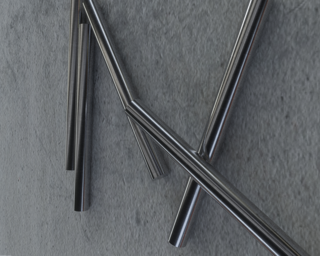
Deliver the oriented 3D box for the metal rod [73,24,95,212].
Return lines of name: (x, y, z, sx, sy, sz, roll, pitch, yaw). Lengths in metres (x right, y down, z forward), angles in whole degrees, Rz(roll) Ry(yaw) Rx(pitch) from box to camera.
metal rod: (-0.123, -0.015, 0.503, 0.025, 0.025, 0.298, 4, 92, 39)

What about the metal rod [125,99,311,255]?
metal rod: (0.069, 0.069, 0.321, 0.300, 0.025, 0.025, 43, 116, 22)

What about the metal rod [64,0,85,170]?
metal rod: (-0.142, -0.079, 0.518, 0.025, 0.025, 0.298, 4, 93, 39)

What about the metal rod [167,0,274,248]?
metal rod: (0.063, 0.002, 0.351, 0.025, 0.025, 0.298, 27, 107, 36)

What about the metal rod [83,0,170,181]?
metal rod: (-0.055, -0.067, 0.447, 0.025, 0.025, 0.299, -36, 68, 34)
